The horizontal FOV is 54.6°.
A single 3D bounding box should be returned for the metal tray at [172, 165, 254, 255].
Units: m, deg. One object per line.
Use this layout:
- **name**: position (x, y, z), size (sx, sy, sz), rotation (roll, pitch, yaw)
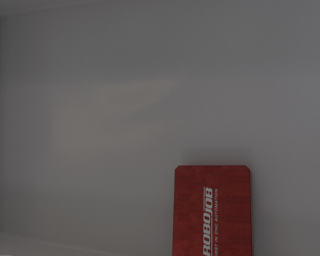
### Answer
- **metal tray**: position (0.063, 0.111, 0.369), size (0.090, 0.030, 0.130), rotation (-3, 75, 20)
